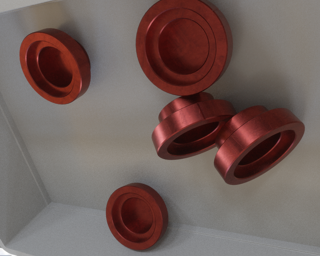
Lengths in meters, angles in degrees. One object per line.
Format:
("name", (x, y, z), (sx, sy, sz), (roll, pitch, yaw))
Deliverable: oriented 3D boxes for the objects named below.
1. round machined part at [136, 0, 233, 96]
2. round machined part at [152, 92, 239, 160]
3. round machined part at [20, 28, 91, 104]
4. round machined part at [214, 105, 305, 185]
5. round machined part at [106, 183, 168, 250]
("round machined part", (0.028, -0.086, 0.323), (0.098, 0.042, 0.097), (10, 115, 24))
("round machined part", (0.037, -0.005, 0.351), (0.098, 0.099, 0.042), (-43, 58, 39))
("round machined part", (-0.133, -0.084, 0.414), (0.098, 0.042, 0.097), (13, 124, 20))
("round machined part", (0.099, 0.014, 0.330), (0.042, 0.099, 0.097), (57, 138, 34))
("round machined part", (-0.031, 0.133, 0.479), (0.098, 0.042, 0.097), (2, 94, 26))
